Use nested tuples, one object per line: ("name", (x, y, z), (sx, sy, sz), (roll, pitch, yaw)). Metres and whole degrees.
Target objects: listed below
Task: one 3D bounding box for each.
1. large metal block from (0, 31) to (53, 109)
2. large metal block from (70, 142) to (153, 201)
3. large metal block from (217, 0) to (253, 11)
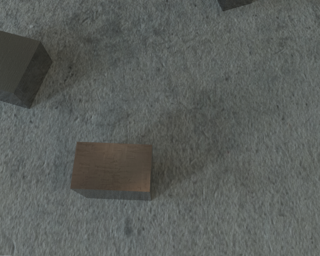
("large metal block", (-0.208, -0.081, 0.422), (0.080, 0.050, 0.080), (16, 71, 5))
("large metal block", (-0.050, 0.053, 0.359), (0.081, 0.080, 0.050), (2, 70, 0))
("large metal block", (0.110, -0.241, 0.468), (0.050, 0.080, 0.080), (-18, 71, -7))
